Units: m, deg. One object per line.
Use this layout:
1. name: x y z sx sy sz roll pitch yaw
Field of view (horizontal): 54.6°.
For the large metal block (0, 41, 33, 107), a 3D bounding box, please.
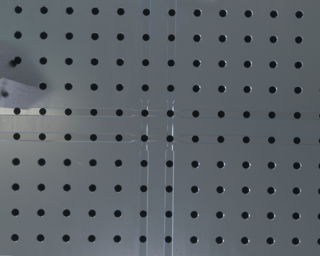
1. large metal block: -0.219 -0.075 0.385 0.050 0.080 0.080 -35 90 0
